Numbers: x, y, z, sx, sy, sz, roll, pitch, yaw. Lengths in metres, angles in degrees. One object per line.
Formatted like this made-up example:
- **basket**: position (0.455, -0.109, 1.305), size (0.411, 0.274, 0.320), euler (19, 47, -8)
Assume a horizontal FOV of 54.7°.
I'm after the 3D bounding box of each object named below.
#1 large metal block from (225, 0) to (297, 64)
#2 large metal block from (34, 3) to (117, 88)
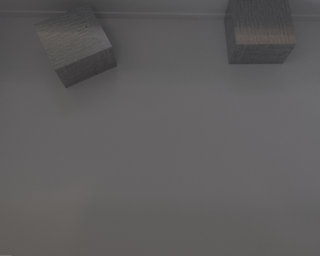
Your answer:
- **large metal block**: position (0.141, -0.140, 0.448), size (0.081, 0.050, 0.080), euler (-1, 70, 0)
- **large metal block**: position (-0.117, -0.116, 0.438), size (0.080, 0.050, 0.080), euler (-26, 72, -9)
